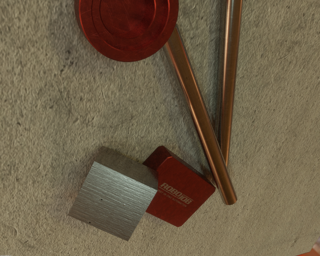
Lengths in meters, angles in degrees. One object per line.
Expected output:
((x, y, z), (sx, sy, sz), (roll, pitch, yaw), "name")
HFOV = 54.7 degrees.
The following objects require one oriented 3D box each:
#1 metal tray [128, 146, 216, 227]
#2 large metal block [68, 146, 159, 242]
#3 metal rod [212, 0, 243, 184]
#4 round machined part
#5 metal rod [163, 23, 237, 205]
((0.017, 0.093, 0.472), (0.090, 0.030, 0.130), (-47, 130, 5), "metal tray")
((-0.056, 0.081, 0.390), (0.080, 0.050, 0.080), (26, 106, -7), "large metal block")
((0.092, -0.035, 0.437), (0.025, 0.025, 0.298), (-17, 126, -19), "metal rod")
((-0.035, -0.119, 0.305), (0.099, 0.042, 0.097), (-14, 125, -21), "round machined part")
((0.061, 0.003, 0.425), (0.025, 0.025, 0.299), (-31, 123, -9), "metal rod")
